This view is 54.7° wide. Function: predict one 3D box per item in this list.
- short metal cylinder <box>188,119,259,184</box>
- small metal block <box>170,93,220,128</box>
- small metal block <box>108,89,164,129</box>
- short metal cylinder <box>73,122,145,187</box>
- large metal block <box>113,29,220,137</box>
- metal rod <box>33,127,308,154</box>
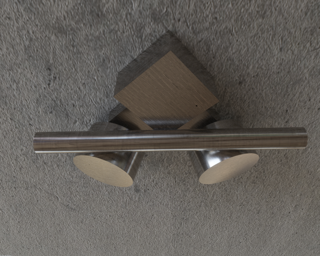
[{"bbox_3d":[0.079,0.032,0.402,0.081,0.050,0.080,-15,150,-9],"label":"short metal cylinder"},{"bbox_3d":[0.043,-0.012,0.398,0.050,0.025,0.050,-36,122,26],"label":"small metal block"},{"bbox_3d":[-0.030,-0.014,0.397,0.050,0.025,0.050,-36,122,25],"label":"small metal block"},{"bbox_3d":[-0.064,0.036,0.403,0.080,0.050,0.080,15,149,10],"label":"short metal cylinder"},{"bbox_3d":[0.007,-0.047,0.350,0.080,0.050,0.080,-35,122,25],"label":"large metal block"},{"bbox_3d":[0.011,0.014,0.353,0.302,0.025,0.025,-1,130,0],"label":"metal rod"}]
